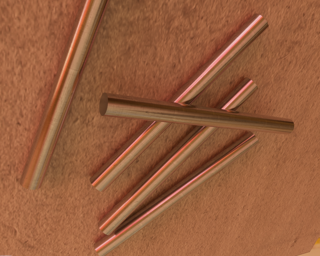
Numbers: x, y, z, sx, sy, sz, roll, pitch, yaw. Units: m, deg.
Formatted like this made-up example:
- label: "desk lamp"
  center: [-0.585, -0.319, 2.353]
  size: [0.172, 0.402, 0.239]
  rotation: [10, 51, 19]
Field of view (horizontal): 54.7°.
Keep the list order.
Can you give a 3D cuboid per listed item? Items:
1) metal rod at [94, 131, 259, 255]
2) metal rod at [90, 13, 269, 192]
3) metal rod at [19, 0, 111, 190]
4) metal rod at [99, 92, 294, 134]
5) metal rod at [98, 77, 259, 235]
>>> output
- label: "metal rod"
  center: [0.029, 0.101, 0.487]
  size: [0.301, 0.025, 0.025]
  rotation: [-35, 129, -6]
- label: "metal rod"
  center: [0.023, -0.031, 0.401]
  size: [0.300, 0.025, 0.025]
  rotation: [-45, 130, 3]
- label: "metal rod"
  center: [-0.090, -0.063, 0.319]
  size: [0.025, 0.025, 0.298]
  rotation: [13, 112, -34]
- label: "metal rod"
  center: [0.069, -0.014, 0.404]
  size: [0.302, 0.025, 0.025]
  rotation: [5, 116, -31]
- label: "metal rod"
  center: [0.024, 0.042, 0.447]
  size: [0.300, 0.025, 0.025]
  rotation: [-45, 130, 2]
